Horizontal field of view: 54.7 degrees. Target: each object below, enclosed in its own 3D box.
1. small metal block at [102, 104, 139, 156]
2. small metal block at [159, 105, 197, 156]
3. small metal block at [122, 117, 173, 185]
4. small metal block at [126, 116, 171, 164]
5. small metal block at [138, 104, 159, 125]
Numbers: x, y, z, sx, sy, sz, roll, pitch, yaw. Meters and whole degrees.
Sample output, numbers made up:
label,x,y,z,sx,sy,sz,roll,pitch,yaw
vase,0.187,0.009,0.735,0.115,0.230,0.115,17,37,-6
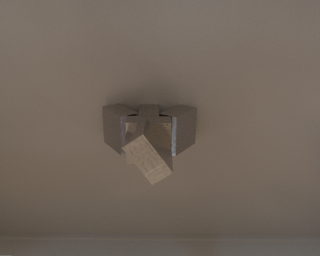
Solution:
label,x,y,z,sx,sy,sz,roll,pitch,yaw
small metal block,-0.050,0.001,0.393,0.025,0.050,0.050,-12,114,-32
small metal block,0.023,0.002,0.394,0.025,0.050,0.050,14,114,32
small metal block,-0.012,0.023,0.324,0.025,0.050,0.050,-33,107,12
small metal block,-0.013,0.014,0.360,0.050,0.025,0.050,1,110,-1
small metal block,-0.014,0.001,0.396,0.025,0.050,0.050,1,110,0
